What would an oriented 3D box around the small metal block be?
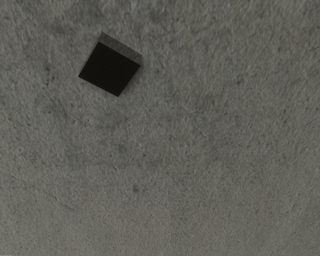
[{"bbox_3d":[-0.056,-0.070,0.347,0.050,0.025,0.050,27,125,-22],"label":"small metal block"}]
